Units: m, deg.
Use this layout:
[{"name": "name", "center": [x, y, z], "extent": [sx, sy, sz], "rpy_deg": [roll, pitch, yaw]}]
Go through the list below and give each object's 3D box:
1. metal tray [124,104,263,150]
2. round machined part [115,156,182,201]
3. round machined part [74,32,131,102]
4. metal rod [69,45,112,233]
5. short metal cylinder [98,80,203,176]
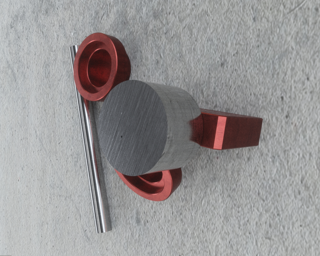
[{"name": "metal tray", "center": [0.031, -0.007, 0.335], "extent": [0.130, 0.091, 0.030], "rpy_deg": [13, 98, 39]}, {"name": "round machined part", "center": [-0.013, 0.039, 0.386], "extent": [0.098, 0.042, 0.097], "rpy_deg": [23, 133, 28]}, {"name": "round machined part", "center": [-0.081, -0.087, 0.459], "extent": [0.098, 0.042, 0.097], "rpy_deg": [0, 90, 39]}, {"name": "metal rod", "center": [-0.112, 0.012, 0.494], "extent": [0.025, 0.025, 0.298], "rpy_deg": [-17, 79, 38]}, {"name": "short metal cylinder", "center": [-0.009, 0.000, 0.276], "extent": [0.080, 0.050, 0.079], "rpy_deg": [0, 90, 39]}]
